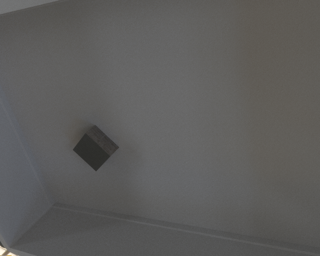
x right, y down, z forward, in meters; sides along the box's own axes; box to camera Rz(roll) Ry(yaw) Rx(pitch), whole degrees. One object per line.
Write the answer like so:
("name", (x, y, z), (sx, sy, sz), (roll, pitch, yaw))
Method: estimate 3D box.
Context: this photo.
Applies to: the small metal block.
("small metal block", (-0.100, 0.032, 0.482), (0.050, 0.025, 0.050), (44, 129, -2))
